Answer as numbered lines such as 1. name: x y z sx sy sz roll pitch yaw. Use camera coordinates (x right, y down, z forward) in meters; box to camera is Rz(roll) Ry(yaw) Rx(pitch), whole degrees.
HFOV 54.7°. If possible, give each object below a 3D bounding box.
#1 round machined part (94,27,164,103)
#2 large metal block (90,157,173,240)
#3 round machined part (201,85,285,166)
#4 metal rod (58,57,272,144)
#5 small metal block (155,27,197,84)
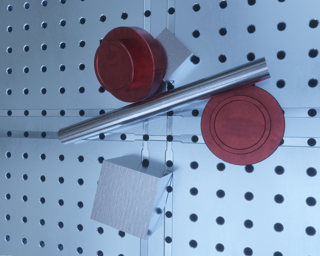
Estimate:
1. round machined part: -0.047 -0.081 0.402 0.098 0.042 0.097 13 113 34
2. large metal block: -0.037 0.089 0.412 0.080 0.050 0.080 15 95 19
3. round machined part: 0.097 -0.004 0.369 0.098 0.042 0.097 0 90 20
4. metal rod: -0.012 -0.027 0.401 0.300 0.025 0.025 -17 85 24
5. small metal block: 0.011 -0.094 0.409 0.050 0.025 0.050 -45 76 14
